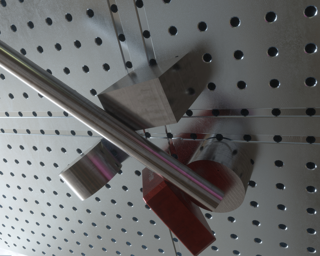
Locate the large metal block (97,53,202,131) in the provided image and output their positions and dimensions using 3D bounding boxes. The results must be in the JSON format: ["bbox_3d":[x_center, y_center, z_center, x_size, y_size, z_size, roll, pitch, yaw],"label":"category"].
[{"bbox_3d":[-0.009,-0.039,0.355,0.080,0.080,0.050,-10,113,32],"label":"large metal block"}]

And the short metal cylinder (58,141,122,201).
[{"bbox_3d":[-0.104,0.063,0.468,0.080,0.080,0.050,-32,101,38],"label":"short metal cylinder"}]

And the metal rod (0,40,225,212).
[{"bbox_3d":[-0.064,-0.007,0.335,0.301,0.025,0.025,34,129,5],"label":"metal rod"}]

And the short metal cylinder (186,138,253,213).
[{"bbox_3d":[0.072,0.060,0.393,0.080,0.050,0.079,13,124,20],"label":"short metal cylinder"}]

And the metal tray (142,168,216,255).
[{"bbox_3d":[0.018,0.093,0.395,0.030,0.130,0.090,-41,97,1],"label":"metal tray"}]
